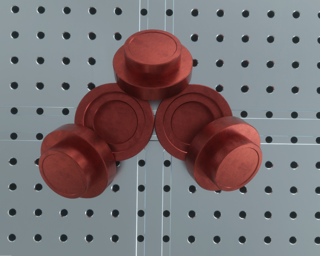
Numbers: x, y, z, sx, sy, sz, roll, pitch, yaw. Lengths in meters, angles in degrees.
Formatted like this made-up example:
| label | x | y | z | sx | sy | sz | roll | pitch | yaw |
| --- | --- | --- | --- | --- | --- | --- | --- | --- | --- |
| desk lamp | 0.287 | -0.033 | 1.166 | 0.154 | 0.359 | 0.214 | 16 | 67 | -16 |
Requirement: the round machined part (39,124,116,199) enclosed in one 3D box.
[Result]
| label | x | y | z | sx | sy | sz | roll | pitch | yaw |
| --- | --- | --- | --- | --- | --- | --- | --- | --- | --- |
| round machined part | -0.107 | 0.047 | 0.380 | 0.098 | 0.042 | 0.097 | 10 | 119 | 20 |

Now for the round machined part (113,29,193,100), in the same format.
| label | x | y | z | sx | sy | sz | roll | pitch | yaw |
| --- | --- | --- | --- | --- | --- | --- | --- | --- | --- |
| round machined part | -0.009 | -0.084 | 0.379 | 0.099 | 0.042 | 0.098 | 1 | 52 | 0 |

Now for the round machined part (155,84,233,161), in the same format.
| label | x | y | z | sx | sy | sz | roll | pitch | yaw |
| --- | --- | --- | --- | --- | --- | --- | --- | --- | --- |
| round machined part | 0.042 | -0.006 | 0.405 | 0.099 | 0.042 | 0.097 | 0 | 90 | -1 |

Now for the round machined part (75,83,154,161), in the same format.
| label | x | y | z | sx | sy | sz | roll | pitch | yaw |
| --- | --- | --- | --- | --- | --- | --- | --- | --- | --- |
| round machined part | -0.057 | -0.007 | 0.403 | 0.099 | 0.042 | 0.097 | 0 | 90 | -1 |

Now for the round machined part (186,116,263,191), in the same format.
| label | x | y | z | sx | sy | sz | roll | pitch | yaw |
| --- | --- | --- | --- | --- | --- | --- | --- | --- | --- |
| round machined part | 0.085 | 0.038 | 0.379 | 0.099 | 0.042 | 0.097 | -13 | 123 | -22 |
